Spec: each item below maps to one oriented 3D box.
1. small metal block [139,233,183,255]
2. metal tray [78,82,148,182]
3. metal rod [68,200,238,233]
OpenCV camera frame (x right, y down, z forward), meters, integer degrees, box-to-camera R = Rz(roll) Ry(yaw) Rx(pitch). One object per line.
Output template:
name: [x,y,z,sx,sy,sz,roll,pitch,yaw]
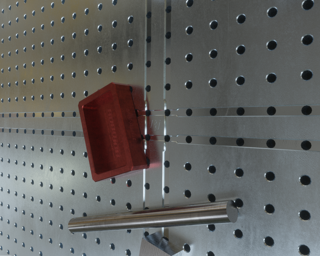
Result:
small metal block: [-0.001,0.176,0.409,0.050,0.025,0.050,17,101,38]
metal tray: [-0.074,0.008,0.464,0.090,0.030,0.129,-22,76,37]
metal rod: [-0.033,0.129,0.434,0.300,0.025,0.025,-18,79,38]
